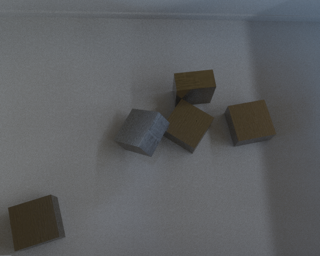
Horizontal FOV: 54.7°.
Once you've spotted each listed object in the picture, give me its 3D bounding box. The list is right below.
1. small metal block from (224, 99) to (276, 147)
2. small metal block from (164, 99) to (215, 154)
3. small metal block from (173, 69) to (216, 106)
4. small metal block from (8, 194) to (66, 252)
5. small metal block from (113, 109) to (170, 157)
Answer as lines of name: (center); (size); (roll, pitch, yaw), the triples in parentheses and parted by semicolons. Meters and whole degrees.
small metal block: (0.119, -0.006, 0.413); (0.050, 0.025, 0.050); (-10, 70, -4)
small metal block: (0.036, -0.002, 0.411); (0.050, 0.025, 0.050); (32, 73, 10)
small metal block: (0.044, -0.053, 0.416); (0.050, 0.050, 0.025); (-6, 70, -3)
small metal block: (-0.145, 0.112, 0.367); (0.050, 0.025, 0.050); (-17, 71, -7)
small metal block: (-0.024, 0.005, 0.394); (0.050, 0.025, 0.050); (10, 64, 44)
